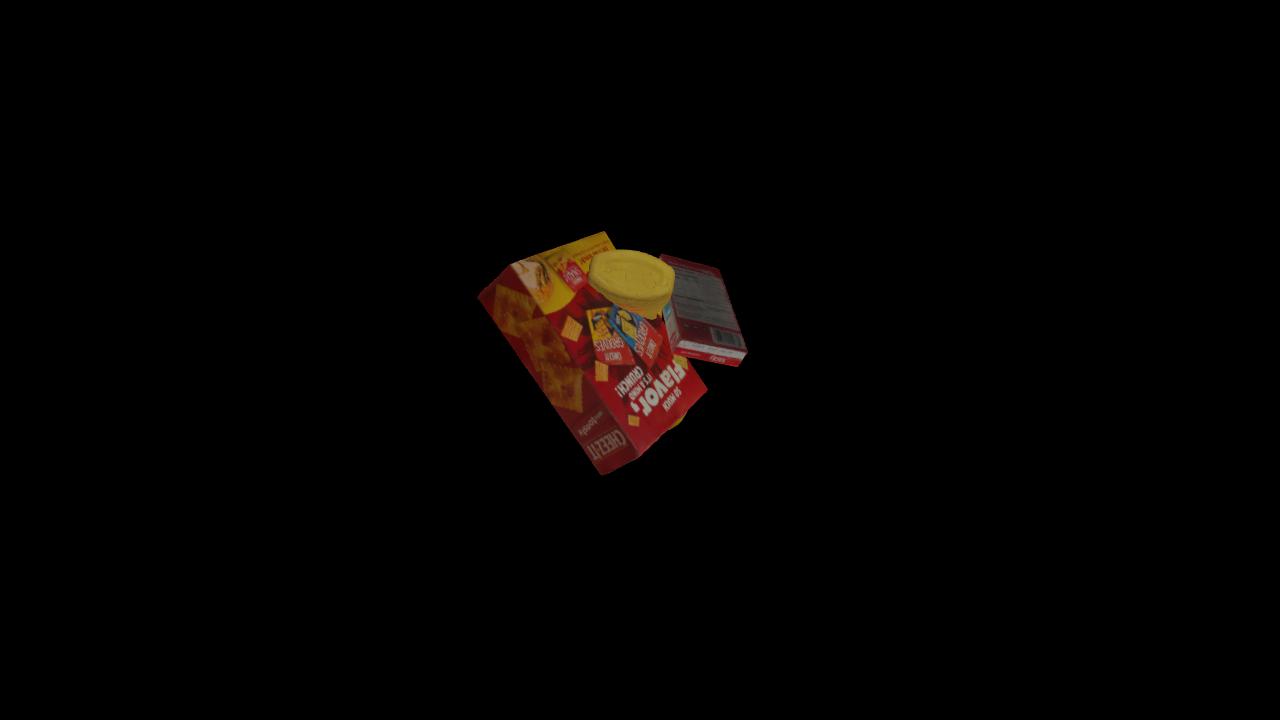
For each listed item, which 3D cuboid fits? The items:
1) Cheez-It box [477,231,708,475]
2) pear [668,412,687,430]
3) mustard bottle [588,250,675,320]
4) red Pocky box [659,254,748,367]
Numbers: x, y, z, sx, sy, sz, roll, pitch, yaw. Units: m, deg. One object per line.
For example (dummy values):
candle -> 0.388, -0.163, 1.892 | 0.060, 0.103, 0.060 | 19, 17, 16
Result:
Cheez-It box -> -0.040, -0.015, 0.655 | 0.071, 0.223, 0.166 | -33, 2, 37
pear -> 0.008, 0.040, 0.724 | 0.080, 0.080, 0.111 | 0, 8, -34
mustard bottle -> -0.017, -0.062, 0.708 | 0.092, 0.054, 0.184 | 5, -18, -6
red Pocky box -> 0.066, -0.059, 0.701 | 0.083, 0.028, 0.155 | 11, 41, -18
